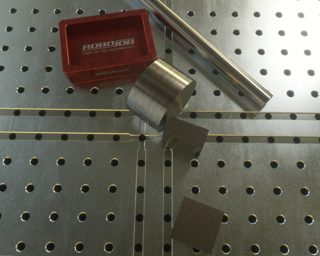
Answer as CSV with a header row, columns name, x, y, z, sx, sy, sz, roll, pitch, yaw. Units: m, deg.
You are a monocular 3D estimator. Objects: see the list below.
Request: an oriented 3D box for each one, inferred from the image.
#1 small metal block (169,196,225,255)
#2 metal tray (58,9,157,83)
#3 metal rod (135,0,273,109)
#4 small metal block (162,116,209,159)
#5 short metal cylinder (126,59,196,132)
name,x,y,z,sx,sy,sz,roll,pitch,yaw
small metal block,0.043,0.116,0.370,0.050,0.025,0.050,20,71,7
metal tray,-0.076,-0.121,0.452,0.131,0.030,0.090,-10,70,-4
metal rod,0.043,-0.138,0.462,0.025,0.025,0.300,-42,76,-14
small metal block,0.031,0.013,0.394,0.050,0.050,0.025,20,71,7
short metal cylinder,0.002,-0.041,0.398,0.050,0.080,0.080,37,74,12
